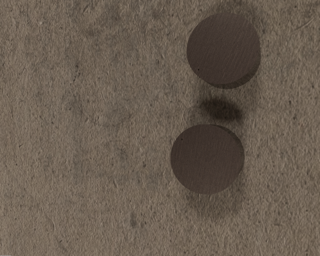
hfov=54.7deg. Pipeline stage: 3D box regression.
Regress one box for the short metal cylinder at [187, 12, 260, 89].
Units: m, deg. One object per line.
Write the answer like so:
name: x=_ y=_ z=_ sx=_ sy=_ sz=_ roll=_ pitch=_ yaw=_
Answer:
short metal cylinder: x=0.077 y=-0.089 z=0.368 sx=0.080 sy=0.050 sz=0.079 roll=0 pitch=90 yaw=19

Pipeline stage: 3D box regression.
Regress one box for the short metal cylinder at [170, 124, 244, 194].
short metal cylinder: x=0.059 y=0.035 z=0.375 sx=0.080 sy=0.050 sz=0.079 roll=0 pitch=90 yaw=19
